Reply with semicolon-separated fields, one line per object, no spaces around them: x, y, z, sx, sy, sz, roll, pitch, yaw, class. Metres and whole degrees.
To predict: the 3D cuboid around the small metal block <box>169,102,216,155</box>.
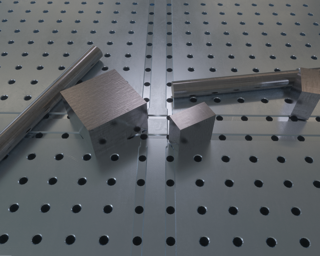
0.040;0.001;0.391;0.050;0.050;0.025;-23;54;-18;small metal block

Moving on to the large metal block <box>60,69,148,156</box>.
-0.072;-0.023;0.410;0.081;0.050;0.080;-28;56;-22;large metal block

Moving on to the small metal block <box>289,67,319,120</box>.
0.202;-0.048;0.433;0.025;0.050;0.050;11;51;9;small metal block

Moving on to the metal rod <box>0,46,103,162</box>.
-0.171;-0.022;0.424;0.025;0.025;0.301;20;53;16;metal rod

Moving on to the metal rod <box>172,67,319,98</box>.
0.168;-0.072;0.469;0.302;0.025;0.025;-6;50;-6;metal rod
